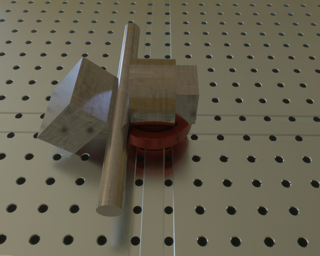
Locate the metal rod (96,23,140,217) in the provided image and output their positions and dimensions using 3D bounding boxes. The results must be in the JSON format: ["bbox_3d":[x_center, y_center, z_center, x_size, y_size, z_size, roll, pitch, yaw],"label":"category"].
[{"bbox_3d":[-0.045,-0.037,0.384,0.025,0.025,0.300,1,50,0],"label":"metal rod"}]

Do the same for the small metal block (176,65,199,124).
[{"bbox_3d":[0.030,-0.040,0.370,0.025,0.050,0.050,1,50,0],"label":"small metal block"}]

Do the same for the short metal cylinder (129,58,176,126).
[{"bbox_3d":[-0.008,-0.042,0.368,0.050,0.080,0.080,1,50,0],"label":"short metal cylinder"}]

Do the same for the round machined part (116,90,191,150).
[{"bbox_3d":[-0.008,-0.011,0.404,0.099,0.042,0.098,0,50,0],"label":"round machined part"}]

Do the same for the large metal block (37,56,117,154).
[{"bbox_3d":[-0.102,-0.027,0.386,0.050,0.080,0.080,30,42,-30],"label":"large metal block"}]
